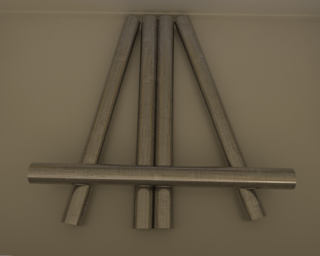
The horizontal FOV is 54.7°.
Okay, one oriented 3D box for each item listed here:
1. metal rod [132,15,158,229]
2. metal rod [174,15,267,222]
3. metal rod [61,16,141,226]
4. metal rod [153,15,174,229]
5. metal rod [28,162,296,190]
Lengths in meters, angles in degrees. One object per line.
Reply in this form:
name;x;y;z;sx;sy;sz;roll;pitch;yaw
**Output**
metal rod;-0.018;-0.022;0.416;0.025;0.025;0.299;1;70;0
metal rod;0.074;-0.027;0.419;0.025;0.025;0.299;-15;71;-5
metal rod;-0.073;-0.024;0.416;0.025;0.025;0.299;12;70;4
metal rod;0.007;-0.022;0.416;0.025;0.025;0.299;1;70;0
metal rod;0.002;0.056;0.360;0.302;0.025;0.025;1;70;0
